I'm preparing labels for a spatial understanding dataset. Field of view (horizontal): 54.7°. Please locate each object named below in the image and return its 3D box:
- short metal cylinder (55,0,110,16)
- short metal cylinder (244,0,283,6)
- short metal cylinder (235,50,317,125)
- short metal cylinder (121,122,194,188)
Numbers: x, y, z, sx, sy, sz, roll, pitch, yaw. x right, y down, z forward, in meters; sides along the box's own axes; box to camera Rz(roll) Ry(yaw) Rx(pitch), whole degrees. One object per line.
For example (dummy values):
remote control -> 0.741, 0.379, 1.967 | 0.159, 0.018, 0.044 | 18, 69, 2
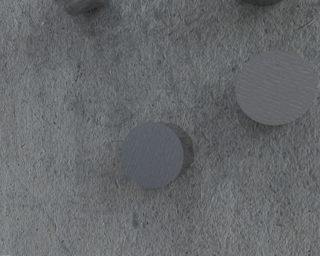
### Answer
short metal cylinder -> -0.110, -0.200, 0.419 | 0.050, 0.080, 0.080 | -15, 85, 19
short metal cylinder -> 0.121, -0.188, 0.353 | 0.080, 0.050, 0.080 | 0, 90, 20
short metal cylinder -> 0.129, -0.043, 0.350 | 0.080, 0.050, 0.080 | 0, 90, 20
short metal cylinder -> -0.002, 0.032, 0.396 | 0.080, 0.050, 0.080 | 0, 90, 20
